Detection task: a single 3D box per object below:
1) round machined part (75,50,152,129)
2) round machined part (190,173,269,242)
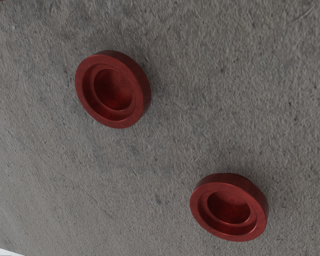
[{"bbox_3d":[-0.055,-0.051,0.393,0.098,0.042,0.097,13,124,21],"label":"round machined part"},{"bbox_3d":[0.092,0.098,0.408,0.098,0.042,0.097,13,124,21],"label":"round machined part"}]
